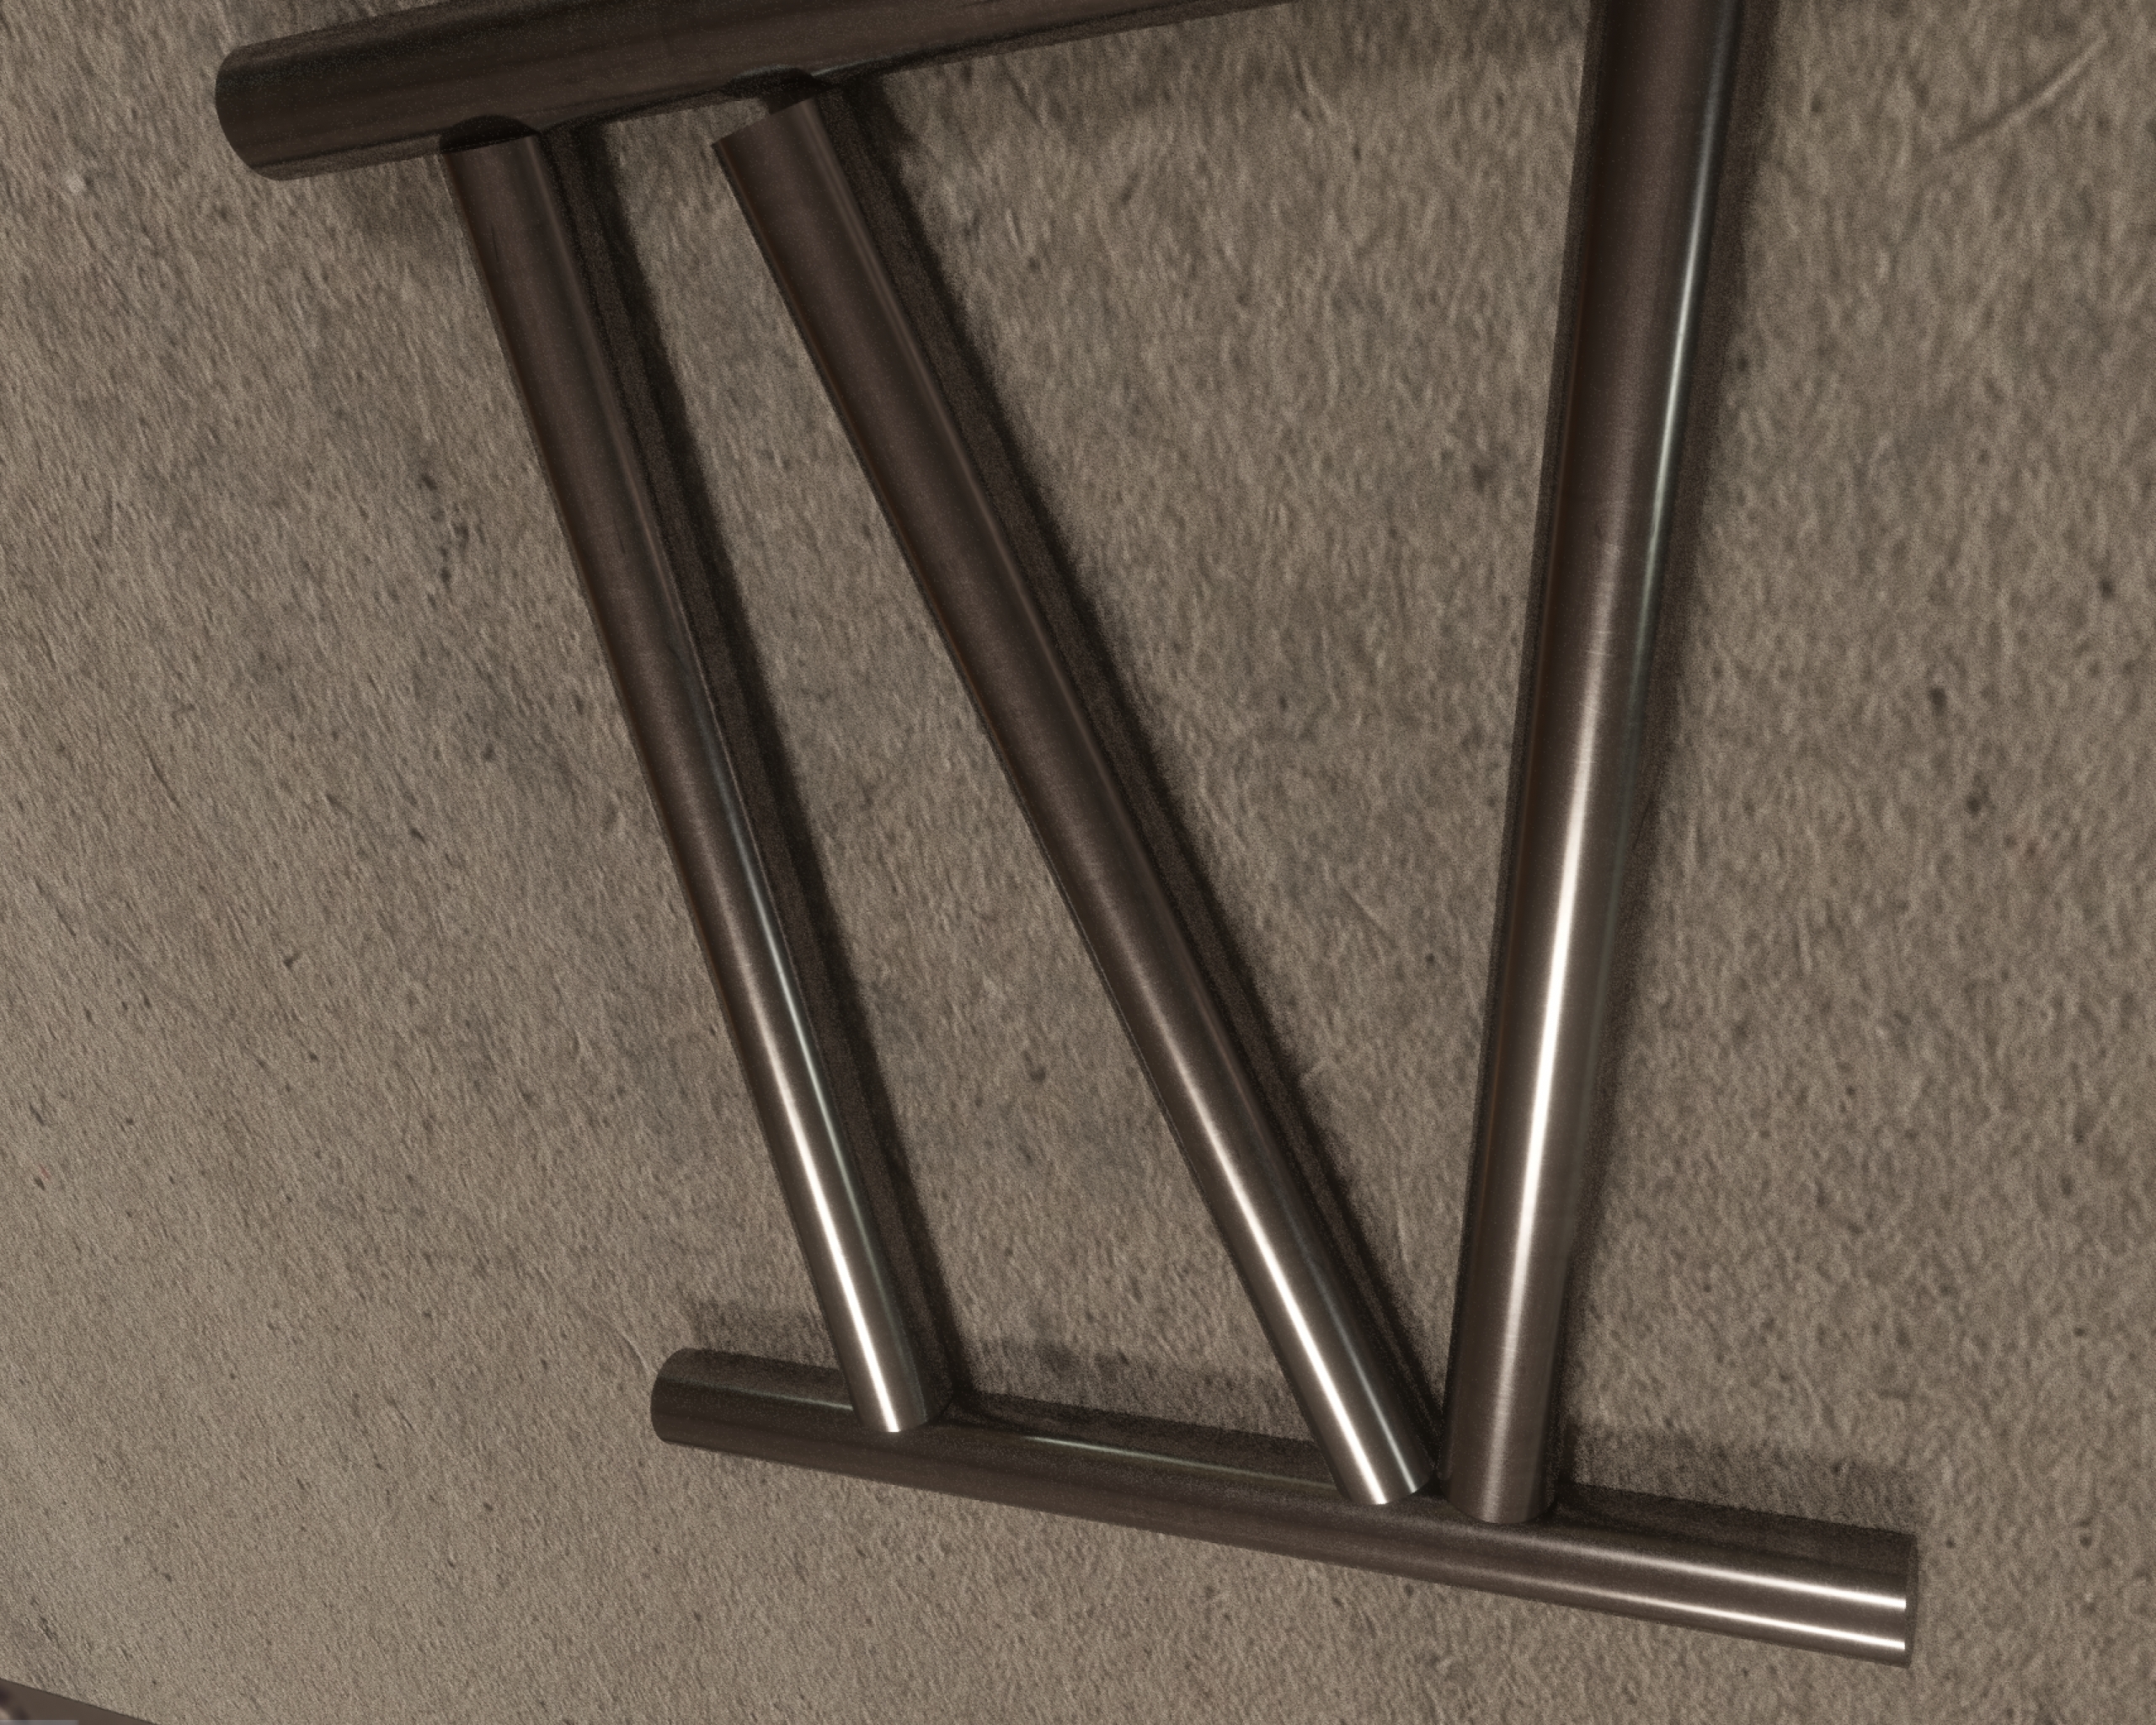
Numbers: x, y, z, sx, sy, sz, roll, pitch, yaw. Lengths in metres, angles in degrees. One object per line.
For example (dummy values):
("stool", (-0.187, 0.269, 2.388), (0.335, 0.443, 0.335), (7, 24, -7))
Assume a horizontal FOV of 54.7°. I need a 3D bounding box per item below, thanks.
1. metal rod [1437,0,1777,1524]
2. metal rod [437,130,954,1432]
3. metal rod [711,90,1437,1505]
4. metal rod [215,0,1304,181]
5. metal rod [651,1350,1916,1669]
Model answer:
("metal rod", (0.086, 0.002, 0.362), (0.025, 0.025, 0.298), (12, 124, 21))
("metal rod", (-0.073, -0.001, 0.443), (0.025, 0.025, 0.298), (1, 119, 27))
("metal rod", (0.008, 0.001, 0.403), (0.025, 0.025, 0.299), (-12, 113, 33))
("metal rod", (-0.021, -0.140, 0.331), (0.301, 0.025, 0.025), (1, 119, 27))
("metal rod", (0.030, 0.143, 0.478), (0.301, 0.025, 0.025), (1, 119, 27))
